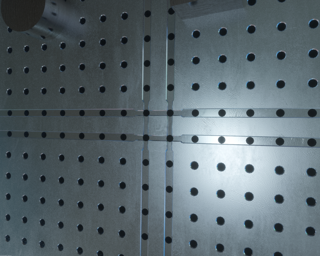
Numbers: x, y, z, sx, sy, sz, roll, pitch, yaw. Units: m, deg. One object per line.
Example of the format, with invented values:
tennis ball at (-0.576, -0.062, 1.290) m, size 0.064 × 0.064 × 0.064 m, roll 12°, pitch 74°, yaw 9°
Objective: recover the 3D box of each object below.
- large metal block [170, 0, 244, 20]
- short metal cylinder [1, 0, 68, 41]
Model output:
large metal block at (0.056, -0.188, 0.380) m, size 0.080 × 0.050 × 0.080 m, roll -5°, pitch 88°, yaw 20°
short metal cylinder at (-0.188, -0.178, 0.466) m, size 0.080 × 0.050 × 0.080 m, roll 0°, pitch 90°, yaw 20°
